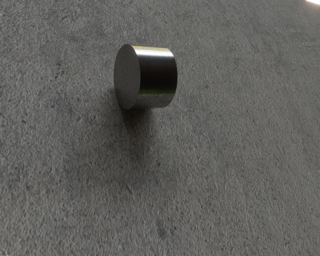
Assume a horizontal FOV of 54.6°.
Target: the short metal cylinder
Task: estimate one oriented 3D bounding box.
[{"bbox_3d":[-0.021,-0.065,0.396,0.050,0.080,0.080,-4,64,-30],"label":"short metal cylinder"}]
